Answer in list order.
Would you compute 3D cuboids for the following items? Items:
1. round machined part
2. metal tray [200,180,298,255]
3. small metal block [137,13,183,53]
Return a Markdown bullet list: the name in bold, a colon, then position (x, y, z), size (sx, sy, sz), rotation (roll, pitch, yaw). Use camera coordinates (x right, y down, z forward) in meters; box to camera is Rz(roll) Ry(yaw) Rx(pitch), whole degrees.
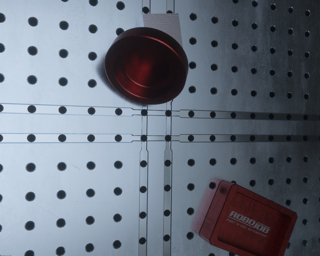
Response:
- **round machined part**: position (-0.014, -0.079, 0.379), size (0.098, 0.098, 0.042), rotation (33, 44, -17)
- **metal tray**: position (0.134, 0.144, 0.459), size (0.131, 0.030, 0.090), rotation (27, 81, -18)
- **small metal block**: position (0.000, -0.123, 0.412), size (0.050, 0.025, 0.050), rotation (-9, 93, -20)
